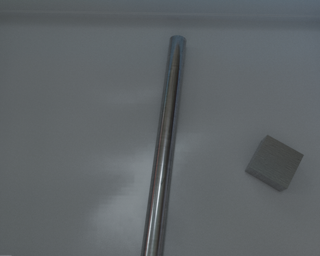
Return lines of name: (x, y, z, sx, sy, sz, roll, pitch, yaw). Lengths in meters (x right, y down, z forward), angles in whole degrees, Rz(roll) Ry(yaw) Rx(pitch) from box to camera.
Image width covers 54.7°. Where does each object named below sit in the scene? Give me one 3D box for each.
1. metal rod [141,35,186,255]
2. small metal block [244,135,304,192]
metal rod: (0.008, 0.010, 0.405, 0.025, 0.025, 0.299, 7, 70, 2)
small metal block: (0.145, 0.045, 0.395, 0.050, 0.025, 0.050, 31, 73, 10)
